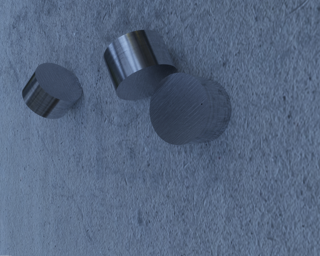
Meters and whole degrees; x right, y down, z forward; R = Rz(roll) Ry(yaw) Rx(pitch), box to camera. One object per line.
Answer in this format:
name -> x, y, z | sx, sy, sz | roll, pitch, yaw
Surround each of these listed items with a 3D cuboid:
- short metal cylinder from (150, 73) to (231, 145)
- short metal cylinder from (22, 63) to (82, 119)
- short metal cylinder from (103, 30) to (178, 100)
short metal cylinder -> 0.035, -0.021, 0.360 | 0.080, 0.050, 0.080 | 0, 90, 40
short metal cylinder -> -0.179, -0.062, 0.517 | 0.050, 0.081, 0.080 | -41, 65, 32
short metal cylinder -> -0.024, -0.077, 0.389 | 0.080, 0.081, 0.050 | -35, 69, 35
